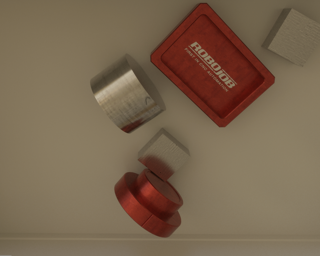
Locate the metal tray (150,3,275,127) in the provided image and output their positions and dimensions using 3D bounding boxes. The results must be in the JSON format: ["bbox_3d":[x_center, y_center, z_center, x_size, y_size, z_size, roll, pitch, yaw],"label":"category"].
[{"bbox_3d":[0.064,-0.075,0.381,0.130,0.030,0.090,42,104,-14],"label":"metal tray"}]

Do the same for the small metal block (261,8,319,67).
[{"bbox_3d":[0.161,-0.109,0.374,0.050,0.025,0.050,25,108,-9],"label":"small metal block"}]

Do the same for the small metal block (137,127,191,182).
[{"bbox_3d":[0.005,0.036,0.424,0.050,0.025,0.050,40,103,-14],"label":"small metal block"}]

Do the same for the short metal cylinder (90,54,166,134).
[{"bbox_3d":[-0.036,-0.040,0.367,0.050,0.080,0.080,-33,107,11],"label":"short metal cylinder"}]

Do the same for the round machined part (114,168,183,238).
[{"bbox_3d":[-0.008,0.091,0.406,0.098,0.098,0.042,39,98,-14],"label":"round machined part"}]
